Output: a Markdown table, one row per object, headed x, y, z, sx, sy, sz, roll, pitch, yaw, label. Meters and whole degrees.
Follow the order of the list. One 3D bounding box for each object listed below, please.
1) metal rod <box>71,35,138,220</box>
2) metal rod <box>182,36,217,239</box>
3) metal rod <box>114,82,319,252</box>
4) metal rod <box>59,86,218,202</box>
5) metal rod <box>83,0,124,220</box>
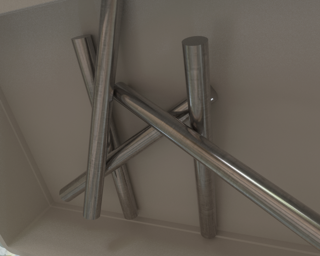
| x | y | z | sx | sy | sz | roll | pitch | yaw | label |
| --- | --- | --- | --- | --- | --- | --- | --- | --- | --- |
| -0.074 | 0.016 | 0.457 | 0.025 | 0.025 | 0.298 | 3 | 120 | 26 | metal rod |
| 0.053 | 0.037 | 0.380 | 0.025 | 0.025 | 0.298 | 9 | 129 | 24 | metal rod |
| 0.047 | 0.024 | 0.324 | 0.300 | 0.025 | 0.025 | 36 | 133 | 33 | metal rod |
| -0.047 | 0.033 | 0.428 | 0.299 | 0.025 | 0.025 | -35 | 99 | 30 | metal rod |
| -0.076 | -0.011 | 0.399 | 0.025 | 0.025 | 0.298 | 17 | 112 | 18 | metal rod |
